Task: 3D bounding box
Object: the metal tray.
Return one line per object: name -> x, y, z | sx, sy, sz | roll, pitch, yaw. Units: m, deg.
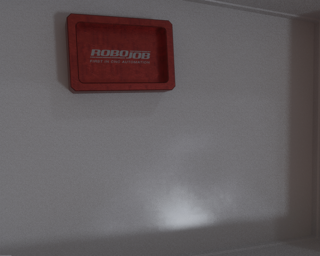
metal tray -> -0.048, -0.090, 0.390 | 0.131, 0.030, 0.089 | -3, 91, -20
